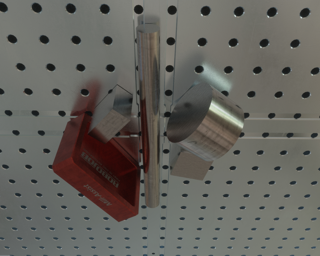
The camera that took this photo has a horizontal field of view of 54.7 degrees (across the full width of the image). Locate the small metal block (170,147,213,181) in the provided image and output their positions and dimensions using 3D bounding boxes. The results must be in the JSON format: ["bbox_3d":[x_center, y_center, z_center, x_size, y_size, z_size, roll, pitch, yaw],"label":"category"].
[{"bbox_3d":[0.046,0.048,0.454,0.050,0.025,0.050,12,129,-10],"label":"small metal block"}]

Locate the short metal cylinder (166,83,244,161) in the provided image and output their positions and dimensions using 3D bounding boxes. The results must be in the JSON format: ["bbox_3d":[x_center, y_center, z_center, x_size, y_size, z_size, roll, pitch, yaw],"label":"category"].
[{"bbox_3d":[0.052,-0.007,0.370,0.050,0.080,0.080,31,123,-24],"label":"short metal cylinder"}]

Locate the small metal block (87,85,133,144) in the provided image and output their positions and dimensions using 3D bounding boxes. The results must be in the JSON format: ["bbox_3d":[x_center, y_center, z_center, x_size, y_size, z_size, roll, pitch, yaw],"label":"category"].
[{"bbox_3d":[-0.060,-0.017,0.379,0.025,0.050,0.050,34,122,-26],"label":"small metal block"}]

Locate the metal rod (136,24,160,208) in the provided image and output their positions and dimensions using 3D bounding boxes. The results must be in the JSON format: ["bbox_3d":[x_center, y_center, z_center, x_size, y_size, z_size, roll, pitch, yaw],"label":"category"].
[{"bbox_3d":[-0.013,0.010,0.419,0.025,0.025,0.298,0,130,0],"label":"metal rod"}]

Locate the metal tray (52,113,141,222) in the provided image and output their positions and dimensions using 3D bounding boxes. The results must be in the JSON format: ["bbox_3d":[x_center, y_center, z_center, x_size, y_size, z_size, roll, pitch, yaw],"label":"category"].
[{"bbox_3d":[-0.076,0.054,0.413,0.030,0.090,0.130,-26,126,20],"label":"metal tray"}]
